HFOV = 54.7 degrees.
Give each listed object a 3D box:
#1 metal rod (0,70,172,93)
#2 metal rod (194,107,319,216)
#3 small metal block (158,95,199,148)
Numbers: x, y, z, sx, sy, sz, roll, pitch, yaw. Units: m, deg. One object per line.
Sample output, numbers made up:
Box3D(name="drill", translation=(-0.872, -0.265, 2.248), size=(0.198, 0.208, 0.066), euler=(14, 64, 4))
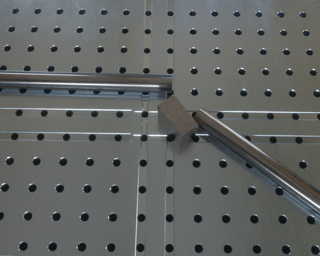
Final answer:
Box3D(name="metal rod", translation=(-0.134, -0.066, 0.434), size=(0.302, 0.025, 0.025), euler=(2, 70, 0))
Box3D(name="metal rod", translation=(0.167, 0.071, 0.386), size=(0.300, 0.025, 0.025), euler=(37, 74, 12))
Box3D(name="small metal block", translation=(0.022, -0.008, 0.401), size=(0.025, 0.050, 0.050), euler=(-34, 74, -11))
